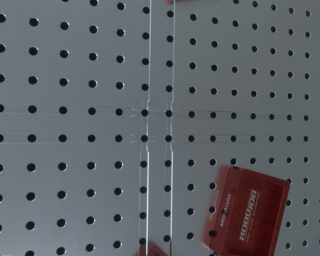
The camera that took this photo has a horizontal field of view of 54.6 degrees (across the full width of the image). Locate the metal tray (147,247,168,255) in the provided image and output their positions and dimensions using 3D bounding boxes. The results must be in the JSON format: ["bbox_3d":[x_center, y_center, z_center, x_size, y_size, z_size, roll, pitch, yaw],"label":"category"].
[{"bbox_3d":[0.013,0.237,0.415,0.130,0.030,0.090,46,76,-14],"label":"metal tray"}]

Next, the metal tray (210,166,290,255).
[{"bbox_3d":[0.135,0.130,0.459,0.091,0.030,0.130,17,84,-19],"label":"metal tray"}]
